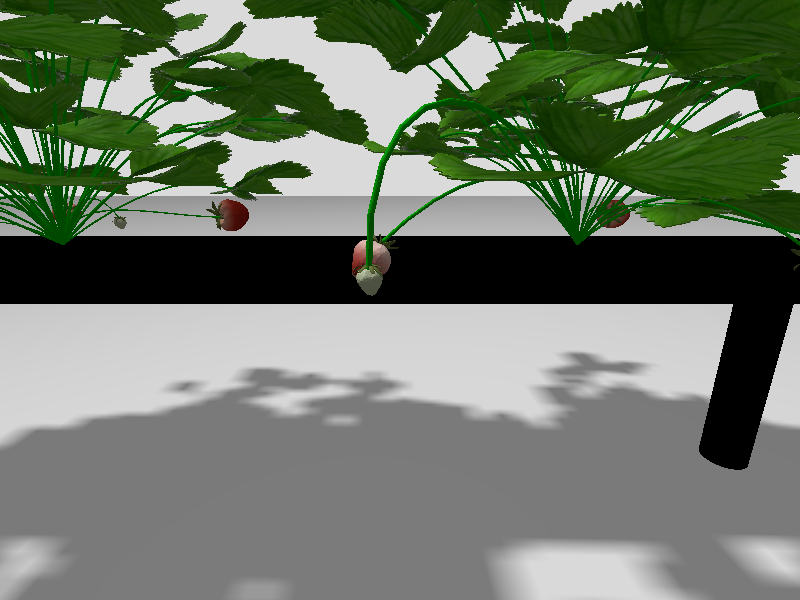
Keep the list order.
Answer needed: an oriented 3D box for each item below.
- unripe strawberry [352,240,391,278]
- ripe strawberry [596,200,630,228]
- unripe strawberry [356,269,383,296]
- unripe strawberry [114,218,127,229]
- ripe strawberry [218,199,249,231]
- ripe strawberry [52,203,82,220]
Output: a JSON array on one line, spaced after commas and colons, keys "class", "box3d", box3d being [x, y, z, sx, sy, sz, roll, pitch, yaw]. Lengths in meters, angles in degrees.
[{"class": "unripe strawberry", "box3d": [-0.017, -0.021, 0.219, 0.023, 0.023, 0.020, 20, -22, 49]}, {"class": "ripe strawberry", "box3d": [0.254, -0.102, 0.476, 0.037, 0.033, 0.034, 11, 19, 34]}, {"class": "unripe strawberry", "box3d": [-0.012, -0.007, 0.157, 0.010, 0.011, 0.011, 13, 21, 38]}, {"class": "unripe strawberry", "box3d": [-0.336, -0.092, 0.481, 0.013, 0.014, 0.013, -5, 35, -16]}, {"class": "ripe strawberry", "box3d": [-0.184, -0.094, 0.444, 0.033, 0.035, 0.031, -14, 21, -41]}, {"class": "ripe strawberry", "box3d": [-0.430, -0.111, 0.518, 0.031, 0.026, 0.031, -12, -4, -36]}]
